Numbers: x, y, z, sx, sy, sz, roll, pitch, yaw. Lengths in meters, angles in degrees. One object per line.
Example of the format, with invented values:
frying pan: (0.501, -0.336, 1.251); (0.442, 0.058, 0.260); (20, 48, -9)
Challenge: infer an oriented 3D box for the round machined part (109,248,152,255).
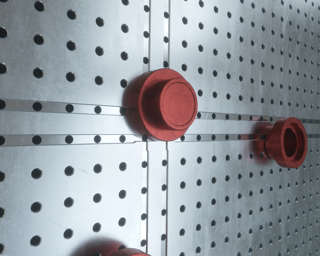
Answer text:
round machined part: (-0.046, 0.190, 0.362); (0.099, 0.042, 0.097); (0, 90, -40)

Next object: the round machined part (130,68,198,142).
round machined part: (0.012, -0.030, 0.410); (0.099, 0.042, 0.097); (0, 90, -40)

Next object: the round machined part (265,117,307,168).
round machined part: (0.242, 0.029, 0.603); (0.099, 0.042, 0.097); (3, 85, -38)
